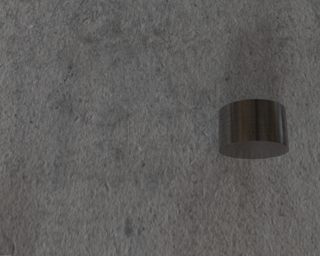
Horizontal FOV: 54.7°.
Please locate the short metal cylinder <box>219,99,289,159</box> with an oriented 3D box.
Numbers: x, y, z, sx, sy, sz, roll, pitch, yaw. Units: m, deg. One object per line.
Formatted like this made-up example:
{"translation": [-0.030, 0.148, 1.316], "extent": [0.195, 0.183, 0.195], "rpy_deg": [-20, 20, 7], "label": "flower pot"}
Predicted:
{"translation": [0.113, 0.004, 0.379], "extent": [0.081, 0.080, 0.050], "rpy_deg": [3, 70, 1], "label": "short metal cylinder"}
